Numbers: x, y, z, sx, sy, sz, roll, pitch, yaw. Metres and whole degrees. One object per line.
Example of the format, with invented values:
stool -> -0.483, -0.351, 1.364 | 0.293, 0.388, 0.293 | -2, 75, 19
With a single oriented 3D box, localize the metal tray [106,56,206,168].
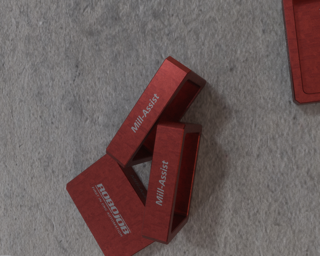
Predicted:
metal tray -> -0.001, -0.016, 0.374 | 0.030, 0.090, 0.129 | 38, 102, 16

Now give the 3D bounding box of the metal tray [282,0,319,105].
metal tray -> 0.189, -0.095, 0.339 | 0.090, 0.030, 0.129 | -6, 88, 19

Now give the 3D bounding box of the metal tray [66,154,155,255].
metal tray -> -0.060, 0.108, 0.426 | 0.090, 0.030, 0.130 | -37, 79, 16

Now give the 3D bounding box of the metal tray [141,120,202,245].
metal tray -> 0.017, 0.058, 0.367 | 0.030, 0.090, 0.129 | 9, 93, 19
